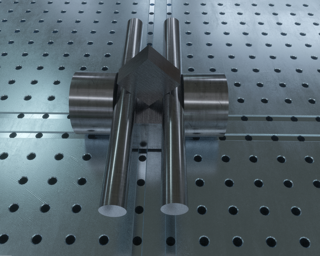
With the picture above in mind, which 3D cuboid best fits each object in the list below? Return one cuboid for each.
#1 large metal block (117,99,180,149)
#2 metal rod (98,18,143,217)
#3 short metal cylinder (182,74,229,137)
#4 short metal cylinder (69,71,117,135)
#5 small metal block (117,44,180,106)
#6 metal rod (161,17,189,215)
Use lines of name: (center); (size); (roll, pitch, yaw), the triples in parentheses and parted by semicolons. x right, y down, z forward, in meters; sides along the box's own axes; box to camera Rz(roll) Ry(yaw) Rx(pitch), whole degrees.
large metal block: (-0.013, -0.020, 0.403); (0.081, 0.050, 0.080); (1, 50, 0)
metal rod: (-0.040, -0.041, 0.372); (0.025, 0.025, 0.300); (1, 50, 0)
short metal cylinder: (0.053, -0.028, 0.391); (0.050, 0.080, 0.080); (0, 50, 1)
short metal cylinder: (-0.078, -0.031, 0.393); (0.050, 0.080, 0.080); (1, 50, 1)
small metal block: (-0.013, -0.059, 0.354); (0.050, 0.050, 0.025); (-31, 41, 33)
metal rod: (0.015, -0.042, 0.374); (0.025, 0.025, 0.300); (1, 50, 0)
